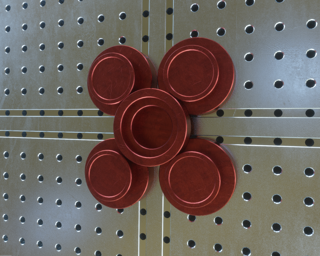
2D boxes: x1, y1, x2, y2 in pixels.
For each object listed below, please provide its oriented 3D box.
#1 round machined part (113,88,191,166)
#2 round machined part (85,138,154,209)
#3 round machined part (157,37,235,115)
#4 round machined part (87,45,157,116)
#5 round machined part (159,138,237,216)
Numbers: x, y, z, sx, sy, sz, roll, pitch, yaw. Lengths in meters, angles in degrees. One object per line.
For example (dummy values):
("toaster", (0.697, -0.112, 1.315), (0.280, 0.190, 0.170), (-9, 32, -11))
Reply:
("round machined part", (-0.007, -0.001, 0.403), (0.098, 0.042, 0.097), (0, 90, 19))
("round machined part", (-0.061, 0.063, 0.424), (0.098, 0.042, 0.097), (0, 90, 19))
("round machined part", (0.043, -0.065, 0.387), (0.098, 0.042, 0.097), (0, 90, 19))
("round machined part", (-0.058, -0.064, 0.422), (0.098, 0.042, 0.097), (0, 90, 19))
("round machined part", (0.044, 0.062, 0.387), (0.098, 0.042, 0.097), (0, 90, 19))
